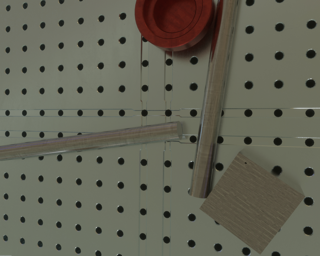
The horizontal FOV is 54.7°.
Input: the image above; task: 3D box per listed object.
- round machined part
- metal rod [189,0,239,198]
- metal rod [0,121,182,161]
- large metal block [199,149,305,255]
[{"bbox_3d":[0.021,-0.147,0.395,0.098,0.042,0.097,0,90,19],"label":"round machined part"},{"bbox_3d":[0.071,-0.062,0.387,0.025,0.025,0.298,9,93,19],"label":"metal rod"},{"bbox_3d":[-0.115,0.022,0.451,0.301,0.025,0.025,-8,88,19],"label":"metal rod"},{"bbox_3d":[0.106,0.082,0.362,0.080,0.050,0.080,35,101,16],"label":"large metal block"}]
